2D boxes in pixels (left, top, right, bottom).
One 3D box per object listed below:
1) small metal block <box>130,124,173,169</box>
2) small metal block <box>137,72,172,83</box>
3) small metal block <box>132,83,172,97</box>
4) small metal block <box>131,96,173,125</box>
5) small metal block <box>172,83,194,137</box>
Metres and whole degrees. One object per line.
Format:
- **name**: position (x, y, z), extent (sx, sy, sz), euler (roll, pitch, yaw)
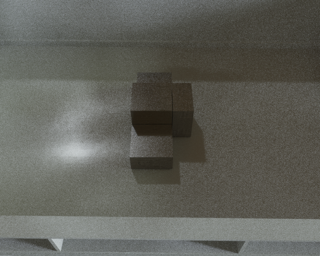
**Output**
- **small metal block**: position (-0.010, 0.023, 0.384), extent (0.050, 0.025, 0.050), euler (0, 50, 0)
- **small metal block**: position (-0.008, -0.055, 0.448), extent (0.050, 0.025, 0.050), euler (0, 50, 0)
- **small metal block**: position (-0.010, -0.033, 0.414), extent (0.050, 0.050, 0.025), euler (0, 50, 0)
- **small metal block**: position (-0.010, -0.014, 0.398), extent (0.050, 0.050, 0.025), euler (0, 50, 0)
- **small metal block**: position (0.028, -0.024, 0.406), extent (0.025, 0.050, 0.050), euler (0, 50, 0)
